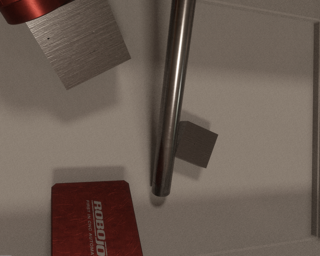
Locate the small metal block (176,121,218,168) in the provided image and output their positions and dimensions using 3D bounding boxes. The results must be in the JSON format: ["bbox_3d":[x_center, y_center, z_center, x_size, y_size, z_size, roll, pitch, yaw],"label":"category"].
[{"bbox_3d":[0.046,0.023,0.429,0.050,0.025,0.050,23,82,-19],"label":"small metal block"}]

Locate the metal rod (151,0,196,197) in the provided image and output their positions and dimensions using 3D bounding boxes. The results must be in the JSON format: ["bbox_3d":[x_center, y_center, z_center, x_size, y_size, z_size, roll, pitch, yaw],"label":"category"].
[{"bbox_3d":[0.016,-0.051,0.354,0.025,0.025,0.298,-3,116,-20],"label":"metal rod"}]

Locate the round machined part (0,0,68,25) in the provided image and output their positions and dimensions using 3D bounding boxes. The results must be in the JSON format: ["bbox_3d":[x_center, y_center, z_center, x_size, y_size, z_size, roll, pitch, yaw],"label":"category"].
[{"bbox_3d":[-0.129,-0.136,0.303,0.098,0.098,0.042,-35,129,-17],"label":"round machined part"}]

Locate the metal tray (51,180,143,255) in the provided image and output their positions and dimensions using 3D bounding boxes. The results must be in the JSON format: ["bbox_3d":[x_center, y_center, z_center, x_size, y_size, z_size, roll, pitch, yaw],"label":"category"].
[{"bbox_3d":[-0.071,0.121,0.339,0.091,0.030,0.130,1,45,-20],"label":"metal tray"}]

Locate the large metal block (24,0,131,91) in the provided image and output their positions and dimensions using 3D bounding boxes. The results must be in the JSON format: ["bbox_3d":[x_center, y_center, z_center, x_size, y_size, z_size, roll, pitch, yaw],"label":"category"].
[{"bbox_3d":[-0.090,-0.101,0.342,0.080,0.050,0.080,-29,128,-9],"label":"large metal block"}]
